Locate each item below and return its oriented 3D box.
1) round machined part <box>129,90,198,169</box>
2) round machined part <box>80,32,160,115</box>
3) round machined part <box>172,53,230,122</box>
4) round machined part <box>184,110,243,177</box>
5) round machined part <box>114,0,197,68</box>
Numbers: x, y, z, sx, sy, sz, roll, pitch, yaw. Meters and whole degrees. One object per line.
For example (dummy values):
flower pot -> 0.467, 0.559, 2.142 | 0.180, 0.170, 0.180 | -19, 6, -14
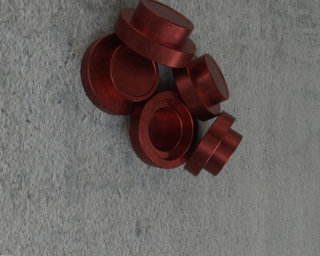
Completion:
round machined part -> 0.000, 0.002, 0.397 | 0.099, 0.042, 0.097 | 0, 90, -40
round machined part -> -0.040, -0.064, 0.365 | 0.099, 0.042, 0.097 | 0, 90, -40
round machined part -> 0.060, -0.061, 0.419 | 0.098, 0.042, 0.098 | 44, 33, -38
round machined part -> 0.078, 0.028, 0.427 | 0.042, 0.098, 0.098 | 34, 62, 9
round machined part -> 0.000, -0.115, 0.359 | 0.099, 0.098, 0.042 | 1, 131, -40
